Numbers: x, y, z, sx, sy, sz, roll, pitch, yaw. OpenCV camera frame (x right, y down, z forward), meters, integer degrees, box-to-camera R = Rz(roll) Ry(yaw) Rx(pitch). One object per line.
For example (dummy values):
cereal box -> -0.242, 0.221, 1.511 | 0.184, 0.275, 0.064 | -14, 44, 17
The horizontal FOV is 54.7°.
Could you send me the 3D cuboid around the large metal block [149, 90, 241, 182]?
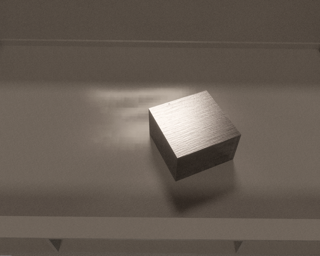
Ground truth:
large metal block -> 0.039, 0.008, 0.383 | 0.081, 0.050, 0.080 | -19, 53, -15
